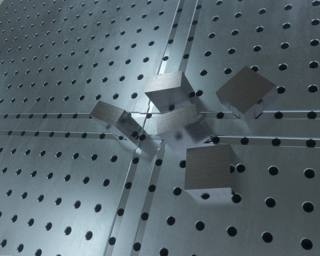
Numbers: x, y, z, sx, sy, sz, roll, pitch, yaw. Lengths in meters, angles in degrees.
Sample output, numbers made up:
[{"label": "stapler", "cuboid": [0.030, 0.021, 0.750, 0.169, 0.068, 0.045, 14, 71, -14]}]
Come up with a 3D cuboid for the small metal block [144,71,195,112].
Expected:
[{"label": "small metal block", "cuboid": [0.014, -0.047, 0.413, 0.050, 0.050, 0.025, -6, 59, 25]}]

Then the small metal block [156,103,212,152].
[{"label": "small metal block", "cuboid": [0.029, 0.001, 0.375, 0.050, 0.050, 0.025, -19, 55, 17]}]

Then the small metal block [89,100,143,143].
[{"label": "small metal block", "cuboid": [-0.060, -0.009, 0.428, 0.050, 0.050, 0.025, 21, 73, 35]}]

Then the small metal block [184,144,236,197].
[{"label": "small metal block", "cuboid": [0.057, 0.048, 0.348, 0.050, 0.025, 0.050, -8, 58, 23]}]

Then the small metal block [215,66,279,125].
[{"label": "small metal block", "cuboid": [0.106, -0.041, 0.377, 0.050, 0.025, 0.050, -42, 51, -1]}]
